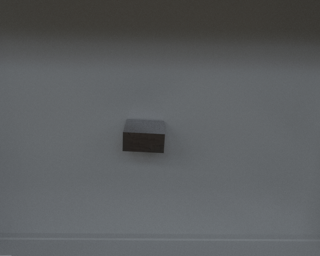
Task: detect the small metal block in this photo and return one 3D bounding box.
[{"bbox_3d":[-0.020,0.009,0.397,0.050,0.050,0.025,3,110,-2],"label":"small metal block"}]
